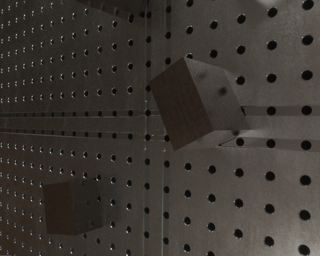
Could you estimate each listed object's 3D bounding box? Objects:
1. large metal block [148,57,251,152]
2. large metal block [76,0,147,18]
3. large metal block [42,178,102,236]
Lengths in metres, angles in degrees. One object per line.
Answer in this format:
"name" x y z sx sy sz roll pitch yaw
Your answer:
"large metal block" 0.044 -0.023 0.336 0.050 0.081 0.080 -32 71 35
"large metal block" -0.060 -0.201 0.421 0.050 0.081 0.079 17 101 38
"large metal block" -0.146 0.128 0.510 0.080 0.050 0.080 -13 82 39
